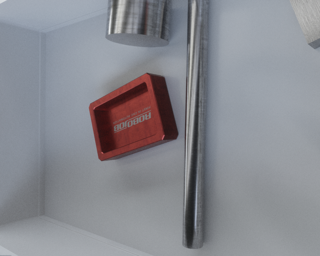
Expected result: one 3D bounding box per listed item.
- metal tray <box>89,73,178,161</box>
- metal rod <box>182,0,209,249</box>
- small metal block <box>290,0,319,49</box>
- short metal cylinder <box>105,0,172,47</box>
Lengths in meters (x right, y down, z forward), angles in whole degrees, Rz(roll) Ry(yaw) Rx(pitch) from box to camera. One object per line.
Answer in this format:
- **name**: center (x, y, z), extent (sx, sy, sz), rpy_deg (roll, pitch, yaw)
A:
- **metal tray**: center (-0.042, -0.011, 0.435), extent (0.130, 0.030, 0.090), rpy_deg (-21, 77, 37)
- **metal rod**: center (0.043, -0.009, 0.370), extent (0.025, 0.025, 0.298), rpy_deg (2, 91, 39)
- **small metal block**: center (0.153, -0.108, 0.280), extent (0.050, 0.025, 0.050), rpy_deg (-25, 75, 37)
- **short metal cylinder**: center (-0.026, -0.135, 0.391), extent (0.080, 0.081, 0.050), rpy_deg (8, 95, 39)
